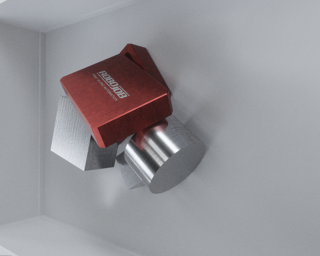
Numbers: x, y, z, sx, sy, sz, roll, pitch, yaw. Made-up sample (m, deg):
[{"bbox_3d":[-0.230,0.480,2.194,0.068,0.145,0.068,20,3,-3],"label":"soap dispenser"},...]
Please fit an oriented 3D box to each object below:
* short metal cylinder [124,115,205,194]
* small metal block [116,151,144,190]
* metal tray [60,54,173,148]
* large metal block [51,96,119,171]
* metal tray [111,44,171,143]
[{"bbox_3d":[0.006,0.031,0.363,0.050,0.081,0.080,47,118,29],"label":"short metal cylinder"},{"bbox_3d":[-0.029,0.051,0.427,0.050,0.025,0.050,-35,68,34],"label":"small metal block"},{"bbox_3d":[-0.056,-0.039,0.368,0.130,0.091,0.030,45,156,46],"label":"metal tray"},{"bbox_3d":[-0.101,0.005,0.427,0.080,0.050,0.079,21,103,37],"label":"large metal block"},{"bbox_3d":[-0.053,-0.043,0.443,0.129,0.030,0.090,-41,66,32],"label":"metal tray"}]
